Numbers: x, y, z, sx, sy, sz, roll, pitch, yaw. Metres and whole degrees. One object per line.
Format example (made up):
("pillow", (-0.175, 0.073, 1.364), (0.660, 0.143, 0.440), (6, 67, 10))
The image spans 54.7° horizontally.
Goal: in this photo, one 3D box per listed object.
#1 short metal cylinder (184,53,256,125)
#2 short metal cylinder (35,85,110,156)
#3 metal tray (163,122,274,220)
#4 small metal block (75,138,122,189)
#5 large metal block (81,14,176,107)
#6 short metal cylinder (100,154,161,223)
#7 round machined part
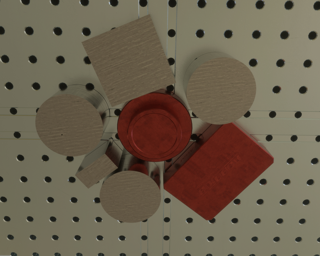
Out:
("short metal cylinder", (0.071, -0.050, 0.381), (0.081, 0.050, 0.079), (0, 110, 0))
("short metal cylinder", (-0.108, -0.011, 0.394), (0.081, 0.050, 0.079), (0, 110, 0))
("metal tray", (0.078, 0.057, 0.431), (0.090, 0.030, 0.130), (39, 105, -13))
("small metal block", (-0.080, 0.047, 0.415), (0.050, 0.050, 0.025), (-35, 106, 12))
("large metal block", (-0.034, -0.081, 0.370), (0.080, 0.050, 0.080), (-20, 109, 7))
("short metal cylinder", (-0.039, 0.083, 0.429), (0.081, 0.050, 0.079), (0, 110, 0))
("round machined part", (-0.007, 0.001, 0.404), (0.099, 0.042, 0.097), (0, 110, 0))
